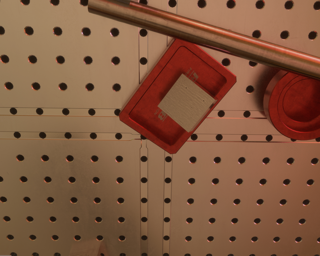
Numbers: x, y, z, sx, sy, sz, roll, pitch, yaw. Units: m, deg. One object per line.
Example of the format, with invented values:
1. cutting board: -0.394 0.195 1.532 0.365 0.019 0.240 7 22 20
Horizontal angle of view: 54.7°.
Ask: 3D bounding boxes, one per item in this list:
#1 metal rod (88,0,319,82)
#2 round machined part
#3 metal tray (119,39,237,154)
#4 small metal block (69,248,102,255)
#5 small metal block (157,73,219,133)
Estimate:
1. metal rod: 0.070 -0.097 0.342 0.302 0.025 0.025 16 109 -1
2. round machined part: 0.180 -0.037 0.392 0.099 0.042 0.097 0 110 0
3. metal tray: 0.021 -0.041 0.395 0.090 0.030 0.129 35 106 -12
4. small metal block: -0.116 0.224 0.495 0.050 0.025 0.050 -13 110 4
5. small metal block: 0.034 -0.031 0.379 0.050 0.025 0.050 41 106 11
